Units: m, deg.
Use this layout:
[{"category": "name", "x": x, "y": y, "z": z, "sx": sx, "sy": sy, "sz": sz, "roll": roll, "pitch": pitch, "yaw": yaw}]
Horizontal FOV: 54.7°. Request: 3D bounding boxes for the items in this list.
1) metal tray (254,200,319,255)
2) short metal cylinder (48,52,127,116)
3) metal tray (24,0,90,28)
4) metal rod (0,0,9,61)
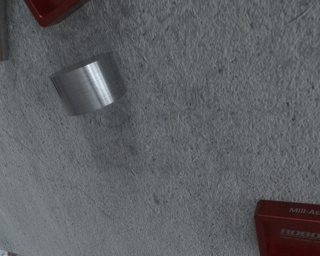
[{"category": "metal tray", "x": 0.192, "y": 0.139, "z": 0.388, "sx": 0.130, "sy": 0.030, "sz": 0.089, "roll": -1, "pitch": 118, "yaw": 28}, {"category": "short metal cylinder", "x": -0.087, "y": -0.055, "z": 0.382, "sx": 0.080, "sy": 0.080, "sz": 0.050, "roll": -8, "pitch": 115, "yaw": 31}, {"category": "metal tray", "x": -0.111, "y": -0.183, "z": 0.346, "sx": 0.130, "sy": 0.030, "sz": 0.090, "roll": -19, "pitch": 109, "yaw": 35}, {"category": "metal rod", "x": -0.205, "y": -0.220, "z": 0.376, "sx": 0.025, "sy": 0.025, "sz": 0.298, "roll": 26, "pitch": 128, "yaw": 11}]
